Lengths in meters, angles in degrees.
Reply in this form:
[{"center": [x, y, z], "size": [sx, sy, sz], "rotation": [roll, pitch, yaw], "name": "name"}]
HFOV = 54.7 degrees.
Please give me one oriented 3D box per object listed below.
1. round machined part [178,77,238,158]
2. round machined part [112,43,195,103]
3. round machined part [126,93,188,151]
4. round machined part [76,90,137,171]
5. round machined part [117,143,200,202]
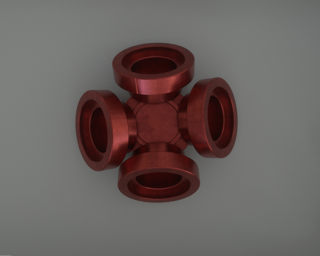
[{"center": [0.058, -0.012, 0.384], "size": [0.042, 0.099, 0.097], "rotation": [-3, 90, 36], "name": "round machined part"}, {"center": [-0.007, -0.066, 0.382], "size": [0.099, 0.098, 0.042], "rotation": [-4, 128, -1], "name": "round machined part"}, {"center": [-0.003, -0.006, 0.401], "size": [0.099, 0.042, 0.097], "rotation": [0, 90, -1], "name": "round machined part"}, {"center": [-0.064, 0.002, 0.382], "size": [0.042, 0.098, 0.097], "rotation": [-7, 90, -38], "name": "round machined part"}, {"center": [-0.002, 0.054, 0.382], "size": [0.099, 0.097, 0.042], "rotation": [-1, 54, -1], "name": "round machined part"}]
